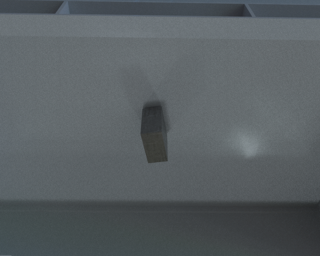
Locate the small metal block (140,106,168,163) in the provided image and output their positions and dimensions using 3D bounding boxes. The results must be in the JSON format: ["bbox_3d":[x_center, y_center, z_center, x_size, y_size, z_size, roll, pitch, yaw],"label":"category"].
[{"bbox_3d":[-0.006,0.009,0.395,0.025,0.050,0.050,-7,129,6],"label":"small metal block"}]
